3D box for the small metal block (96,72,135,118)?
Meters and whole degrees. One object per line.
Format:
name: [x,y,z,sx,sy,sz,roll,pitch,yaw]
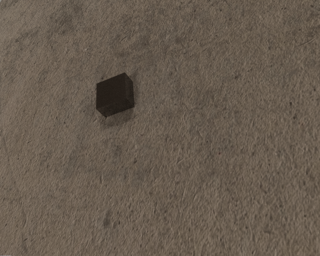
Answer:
small metal block: [-0.068,-0.050,0.468,0.050,0.025,0.050,-18,55,17]
